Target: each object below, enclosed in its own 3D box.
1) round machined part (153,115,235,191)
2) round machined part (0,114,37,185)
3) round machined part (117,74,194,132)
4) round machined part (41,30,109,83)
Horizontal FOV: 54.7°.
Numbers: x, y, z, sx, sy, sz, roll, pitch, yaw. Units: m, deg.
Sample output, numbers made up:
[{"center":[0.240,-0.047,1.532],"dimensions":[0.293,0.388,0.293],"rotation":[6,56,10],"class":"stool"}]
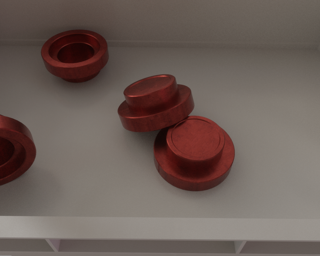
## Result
[{"center":[0.041,0.023,0.375],"dimensions":[0.099,0.042,0.098],"rotation":[0,50,0],"class":"round machined part"},{"center":[-0.191,0.021,0.338],"dimensions":[0.099,0.097,0.042],"rotation":[-21,54,-17],"class":"round machined part"},{"center":[-0.008,-0.037,0.399],"dimensions":[0.098,0.042,0.098],"rotation":[-14,26,7],"class":"round machined part"},{"center":[-0.129,-0.108,0.483],"dimensions":[0.099,0.042,0.098],"rotation":[0,50,0],"class":"round machined part"}]
